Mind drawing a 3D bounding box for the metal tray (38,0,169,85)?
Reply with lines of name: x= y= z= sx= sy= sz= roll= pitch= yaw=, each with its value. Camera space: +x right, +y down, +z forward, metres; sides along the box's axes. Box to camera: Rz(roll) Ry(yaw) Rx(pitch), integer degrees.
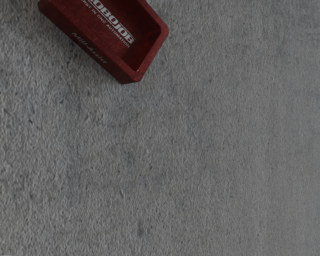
metal tray: x=-0.056 y=-0.124 z=0.353 sx=0.130 sy=0.030 sz=0.090 roll=41 pitch=65 yaw=-32
